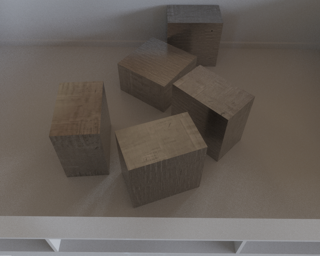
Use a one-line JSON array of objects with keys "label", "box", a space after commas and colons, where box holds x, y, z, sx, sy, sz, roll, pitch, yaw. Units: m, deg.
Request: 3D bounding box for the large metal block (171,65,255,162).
[{"label": "large metal block", "box": [0.061, -0.018, 0.385, 0.080, 0.080, 0.050, 37, 59, 26]}]

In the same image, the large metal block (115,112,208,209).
[{"label": "large metal block", "box": [0.000, 0.036, 0.339, 0.081, 0.080, 0.050, -15, 52, -13]}]

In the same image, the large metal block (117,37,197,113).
[{"label": "large metal block", "box": [-0.003, -0.080, 0.456, 0.080, 0.050, 0.080, 29, 56, 22]}]

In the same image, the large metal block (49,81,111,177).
[{"label": "large metal block", "box": [-0.089, 0.002, 0.367, 0.050, 0.080, 0.080, -3, 50, -3]}]

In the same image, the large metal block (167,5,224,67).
[{"label": "large metal block", "box": [0.051, -0.145, 0.492, 0.081, 0.080, 0.050, 0, 50, -1]}]
